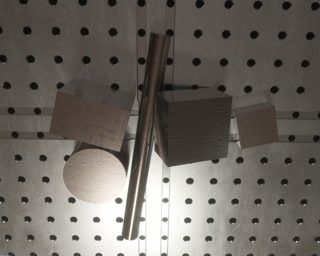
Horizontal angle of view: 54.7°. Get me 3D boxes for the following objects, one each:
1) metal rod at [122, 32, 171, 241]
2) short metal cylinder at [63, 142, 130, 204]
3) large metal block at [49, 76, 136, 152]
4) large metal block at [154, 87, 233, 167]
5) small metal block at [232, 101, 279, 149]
[{"bbox_3d":[-0.022,0.025,0.422,0.025,0.025,0.298,8,110,-4],"label":"metal rod"},{"bbox_3d":[-0.084,0.054,0.419,0.081,0.050,0.079,0,110,-1],"label":"short metal cylinder"},{"bbox_3d":[-0.077,-0.020,0.376,0.080,0.080,0.050,16,109,-6],"label":"large metal block"},{"bbox_3d":[0.039,-0.004,0.387,0.081,0.050,0.079,-7,111,-18],"label":"large metal block"},{"bbox_3d":[0.127,-0.004,0.414,0.050,0.025,0.050,-12,110,4],"label":"small metal block"}]
